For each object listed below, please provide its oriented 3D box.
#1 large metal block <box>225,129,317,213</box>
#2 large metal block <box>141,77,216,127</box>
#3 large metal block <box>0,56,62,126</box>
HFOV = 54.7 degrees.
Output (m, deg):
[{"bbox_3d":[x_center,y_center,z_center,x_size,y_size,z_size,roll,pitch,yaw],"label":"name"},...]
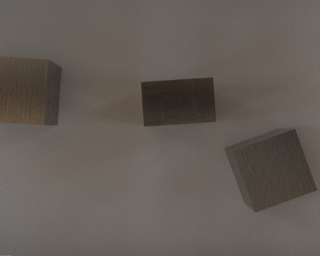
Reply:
[{"bbox_3d":[0.140,0.052,0.401,0.080,0.050,0.080,-20,90,-1],"label":"large metal block"},{"bbox_3d":[0.021,-0.029,0.384,0.081,0.080,0.050,-4,90,-1],"label":"large metal block"},{"bbox_3d":[-0.177,-0.046,0.397,0.081,0.050,0.079,4,90,-1],"label":"large metal block"}]
